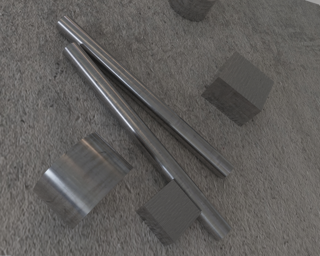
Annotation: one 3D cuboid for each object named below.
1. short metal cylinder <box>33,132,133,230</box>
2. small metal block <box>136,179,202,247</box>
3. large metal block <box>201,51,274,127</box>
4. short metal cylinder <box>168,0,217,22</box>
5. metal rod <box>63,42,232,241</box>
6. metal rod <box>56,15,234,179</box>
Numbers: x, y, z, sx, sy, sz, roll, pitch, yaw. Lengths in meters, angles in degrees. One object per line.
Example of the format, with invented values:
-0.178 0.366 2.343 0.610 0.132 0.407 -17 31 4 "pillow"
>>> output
-0.072 0.050 0.299 0.050 0.080 0.080 44 51 2 "short metal cylinder"
0.010 0.095 0.351 0.050 0.025 0.050 50 51 6 "small metal block"
0.125 -0.063 0.493 0.080 0.050 0.080 39 51 -2 "large metal block"
0.062 -0.244 0.570 0.081 0.050 0.080 14 56 -21 "short metal cylinder"
-0.020 0.011 0.385 0.025 0.025 0.300 -35 81 -38 "metal rod"
-0.020 -0.042 0.418 0.300 0.025 0.025 42 51 1 "metal rod"
